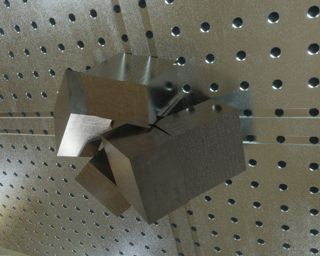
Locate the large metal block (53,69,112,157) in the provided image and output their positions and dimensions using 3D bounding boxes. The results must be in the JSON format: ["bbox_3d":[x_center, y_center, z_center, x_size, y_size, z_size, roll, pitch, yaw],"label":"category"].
[{"bbox_3d":[-0.106,-0.018,0.413,0.050,0.080,0.080,5,136,-29],"label":"large metal block"}]

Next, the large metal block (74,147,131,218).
[{"bbox_3d":[-0.059,0.065,0.446,0.080,0.080,0.050,42,129,-2],"label":"large metal block"}]

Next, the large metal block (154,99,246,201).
[{"bbox_3d":[0.046,0.022,0.354,0.050,0.081,0.080,33,141,58],"label":"large metal block"}]

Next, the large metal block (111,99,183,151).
[{"bbox_3d":[-0.011,0.009,0.407,0.080,0.050,0.080,1,119,28],"label":"large metal block"}]

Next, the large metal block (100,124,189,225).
[{"bbox_3d":[-0.018,0.044,0.343,0.080,0.050,0.080,28,137,56],"label":"large metal block"}]

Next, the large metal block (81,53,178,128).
[{"bbox_3d":[-0.032,-0.048,0.364,0.080,0.080,0.050,13,124,21],"label":"large metal block"}]
